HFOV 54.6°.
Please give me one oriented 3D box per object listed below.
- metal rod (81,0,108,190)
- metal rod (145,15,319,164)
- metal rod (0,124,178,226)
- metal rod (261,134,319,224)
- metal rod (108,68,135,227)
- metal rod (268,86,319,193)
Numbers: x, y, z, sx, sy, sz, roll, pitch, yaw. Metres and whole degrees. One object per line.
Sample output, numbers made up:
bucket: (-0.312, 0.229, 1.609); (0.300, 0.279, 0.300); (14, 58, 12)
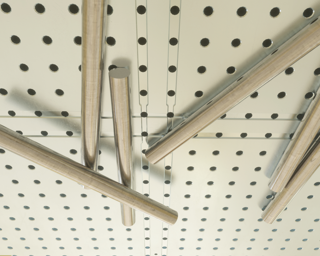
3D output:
metal rod: (-0.086, -0.026, 0.388); (0.025, 0.025, 0.298); (7, 130, -6)
metal rod: (0.091, -0.041, 0.376); (0.025, 0.025, 0.299); (36, 121, -27)
metal rod: (-0.096, 0.073, 0.438); (0.301, 0.025, 0.025); (32, 123, -24)
metal rod: (0.222, 0.047, 0.453); (0.025, 0.025, 0.298); (9, 130, -8)
metal rod: (-0.051, 0.050, 0.453); (0.025, 0.025, 0.298); (1, 130, -1)
metal rod: (0.201, -0.021, 0.395); (0.025, 0.025, 0.298); (5, 130, -5)
